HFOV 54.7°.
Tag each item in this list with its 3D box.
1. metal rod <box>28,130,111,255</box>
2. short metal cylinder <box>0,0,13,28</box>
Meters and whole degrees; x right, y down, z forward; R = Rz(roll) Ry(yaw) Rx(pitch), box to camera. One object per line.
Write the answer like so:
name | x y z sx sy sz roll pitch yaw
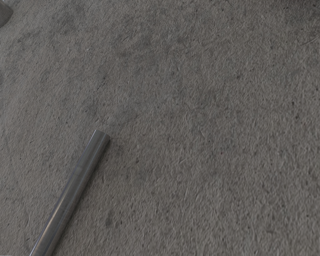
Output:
metal rod | -0.140 0.138 0.392 0.025 0.025 0.300 11 67 33
short metal cylinder | -0.429 -0.298 0.796 0.080 0.050 0.080 -13 56 21
